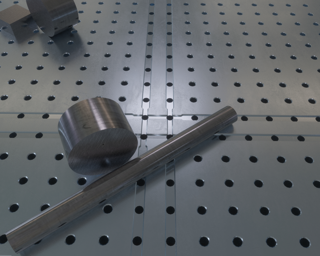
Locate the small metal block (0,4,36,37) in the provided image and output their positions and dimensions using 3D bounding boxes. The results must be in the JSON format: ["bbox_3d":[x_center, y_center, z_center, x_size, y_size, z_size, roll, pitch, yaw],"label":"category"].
[{"bbox_3d":[-0.268,-0.201,0.574,0.050,0.025,0.050,30,56,22],"label":"small metal block"}]

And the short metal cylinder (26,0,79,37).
[{"bbox_3d":[-0.190,-0.209,0.547,0.080,0.080,0.050,36,59,26],"label":"short metal cylinder"}]

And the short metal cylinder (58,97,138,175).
[{"bbox_3d":[-0.073,0.011,0.362,0.081,0.080,0.050,-19,53,-15],"label":"short metal cylinder"}]

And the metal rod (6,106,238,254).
[{"bbox_3d":[-0.026,0.048,0.367,0.302,0.025,0.025,-29,56,-22],"label":"metal rod"}]
